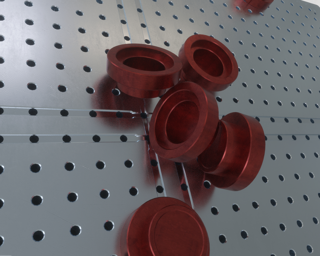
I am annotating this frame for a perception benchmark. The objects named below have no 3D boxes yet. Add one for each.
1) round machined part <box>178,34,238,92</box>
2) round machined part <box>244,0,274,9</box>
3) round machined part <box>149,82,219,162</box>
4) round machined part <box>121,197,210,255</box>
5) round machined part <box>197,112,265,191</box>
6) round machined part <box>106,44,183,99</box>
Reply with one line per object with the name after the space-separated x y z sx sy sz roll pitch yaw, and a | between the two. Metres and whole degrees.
0.072 -0.098 0.496 0.099 0.042 0.098 13 56 -21 | round machined part
0.226 -0.326 0.717 0.099 0.042 0.098 14 56 -21 | round machined part
0.034 -0.005 0.386 0.042 0.098 0.098 23 51 -38 | round machined part
0.012 0.120 0.330 0.099 0.042 0.098 13 56 -21 | round machined part
0.082 0.027 0.389 0.042 0.098 0.098 15 56 -20 | round machined part
-0.022 -0.074 0.414 0.099 0.042 0.098 7 35 -5 | round machined part
